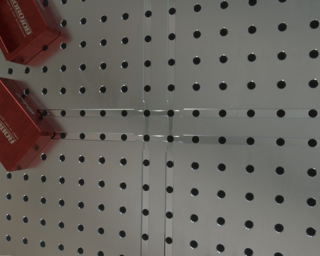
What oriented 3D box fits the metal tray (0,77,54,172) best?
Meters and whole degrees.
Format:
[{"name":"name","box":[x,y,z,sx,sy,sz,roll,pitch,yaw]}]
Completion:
[{"name":"metal tray","box":[-0.241,-0.007,0.496,0.090,0.030,0.130,-46,76,14]}]

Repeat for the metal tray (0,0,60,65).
[{"name":"metal tray","box":[-0.226,-0.178,0.490,0.090,0.030,0.130,-32,80,17]}]
